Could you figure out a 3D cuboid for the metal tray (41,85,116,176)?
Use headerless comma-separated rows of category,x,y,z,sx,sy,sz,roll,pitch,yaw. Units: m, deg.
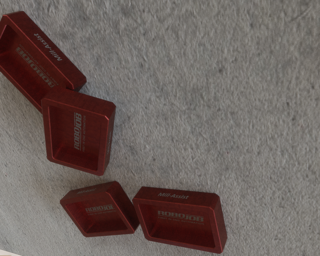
metal tray,-0.116,0.009,0.444,0.090,0.030,0.129,16,134,1

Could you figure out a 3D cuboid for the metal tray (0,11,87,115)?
metal tray,-0.177,-0.086,0.440,0.130,0.030,0.090,47,129,-6

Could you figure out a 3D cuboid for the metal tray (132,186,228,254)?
metal tray,0.030,0.138,0.472,0.130,0.030,0.089,0,118,28

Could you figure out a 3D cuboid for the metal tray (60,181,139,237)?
metal tray,-0.106,0.147,0.547,0.130,0.030,0.090,-18,109,34
